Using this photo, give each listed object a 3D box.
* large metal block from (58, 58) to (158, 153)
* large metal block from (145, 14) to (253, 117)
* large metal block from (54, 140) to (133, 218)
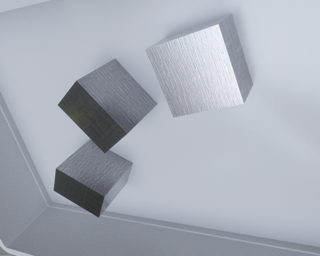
[{"bbox_3d":[-0.062,-0.029,0.386,0.080,0.080,0.050,47,129,-5],"label":"large metal block"},{"bbox_3d":[0.044,-0.064,0.329,0.080,0.050,0.080,-10,113,32],"label":"large metal block"},{"bbox_3d":[-0.100,0.074,0.469,0.080,0.080,0.050,28,128,10],"label":"large metal block"}]
